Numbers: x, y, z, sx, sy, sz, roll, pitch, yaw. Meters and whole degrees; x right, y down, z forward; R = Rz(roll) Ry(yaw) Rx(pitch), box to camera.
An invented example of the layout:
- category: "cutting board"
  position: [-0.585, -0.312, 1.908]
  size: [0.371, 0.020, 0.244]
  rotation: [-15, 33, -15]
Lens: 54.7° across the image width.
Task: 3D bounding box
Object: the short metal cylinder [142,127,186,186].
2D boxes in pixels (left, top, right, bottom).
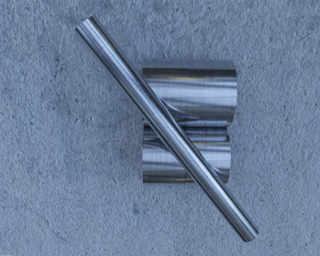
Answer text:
- category: "short metal cylinder"
  position: [0.005, 0.034, 0.394]
  size: [0.050, 0.080, 0.079]
  rotation: [1, 110, 0]

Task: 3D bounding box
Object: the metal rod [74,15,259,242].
- category: "metal rod"
  position: [0.019, 0.015, 0.331]
  size: [0.025, 0.025, 0.300]
  rotation: [-35, 107, 12]

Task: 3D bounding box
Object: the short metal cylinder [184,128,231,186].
- category: "short metal cylinder"
  position: [0.056, 0.033, 0.395]
  size: [0.050, 0.080, 0.079]
  rotation: [1, 110, 0]

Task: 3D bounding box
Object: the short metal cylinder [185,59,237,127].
- category: "short metal cylinder"
  position: [0.056, -0.041, 0.367]
  size: [0.050, 0.080, 0.079]
  rotation: [1, 110, 0]

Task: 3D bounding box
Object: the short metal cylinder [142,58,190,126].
- category: "short metal cylinder"
  position: [0.006, -0.042, 0.366]
  size: [0.050, 0.080, 0.079]
  rotation: [1, 110, 0]
